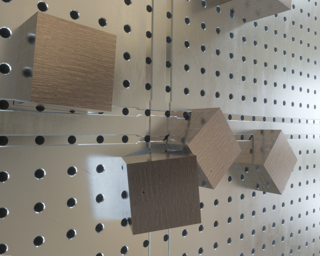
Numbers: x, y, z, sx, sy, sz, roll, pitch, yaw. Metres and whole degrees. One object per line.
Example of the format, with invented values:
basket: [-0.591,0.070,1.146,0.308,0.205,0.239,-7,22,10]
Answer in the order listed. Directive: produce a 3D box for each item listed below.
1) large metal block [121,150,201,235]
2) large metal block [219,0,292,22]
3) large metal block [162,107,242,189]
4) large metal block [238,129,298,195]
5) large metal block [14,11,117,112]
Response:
large metal block: [0.000,0.073,0.372,0.081,0.050,0.080,-6,94,-13]
large metal block: [0.155,-0.219,0.501,0.081,0.080,0.050,10,84,-40]
large metal block: [0.062,0.027,0.444,0.080,0.050,0.080,-46,118,-30]
large metal block: [0.194,0.059,0.554,0.080,0.050,0.080,52,60,-27]
large metal block: [-0.094,-0.060,0.313,0.081,0.050,0.080,6,87,-40]
